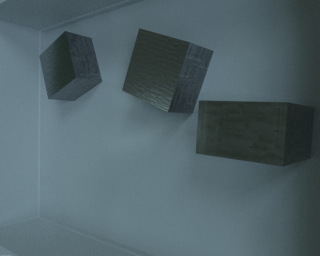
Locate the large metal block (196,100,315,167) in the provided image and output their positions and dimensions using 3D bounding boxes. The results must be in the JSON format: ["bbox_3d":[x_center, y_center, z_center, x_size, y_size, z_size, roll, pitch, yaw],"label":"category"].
[{"bbox_3d":[0.092,0.002,0.295,0.080,0.081,0.050,6,94,39],"label":"large metal block"}]

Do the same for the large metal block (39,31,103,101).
[{"bbox_3d":[-0.148,-0.098,0.510,0.080,0.050,0.080,-25,74,37],"label":"large metal block"}]

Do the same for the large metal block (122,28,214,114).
[{"bbox_3d":[0.008,-0.070,0.382,0.080,0.050,0.079,28,107,36],"label":"large metal block"}]
